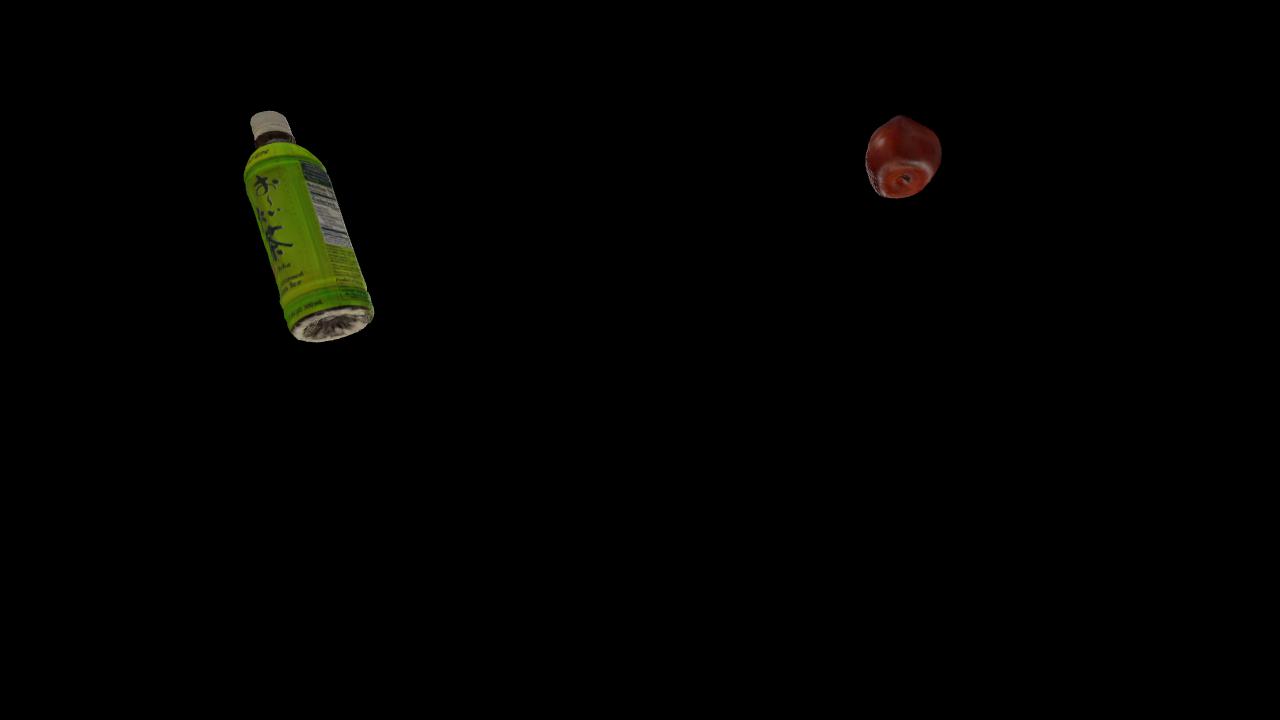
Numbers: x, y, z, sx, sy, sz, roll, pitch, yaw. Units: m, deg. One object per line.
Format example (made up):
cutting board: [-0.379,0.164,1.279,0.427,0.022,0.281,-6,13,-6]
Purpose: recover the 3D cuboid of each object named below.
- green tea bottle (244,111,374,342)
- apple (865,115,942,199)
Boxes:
green tea bottle: [-0.299,-0.123,0.544,0.073,0.212,0.073,-20,-12,-5]
apple: [0.293,-0.227,0.687,0.079,0.093,0.079,5,-33,4]
